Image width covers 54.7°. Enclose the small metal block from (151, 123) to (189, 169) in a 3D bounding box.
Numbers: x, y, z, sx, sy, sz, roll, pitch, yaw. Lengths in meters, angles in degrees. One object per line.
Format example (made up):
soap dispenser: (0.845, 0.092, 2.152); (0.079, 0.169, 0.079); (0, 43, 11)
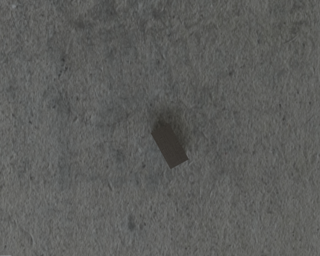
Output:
small metal block: (0.012, 0.022, 0.398); (0.025, 0.050, 0.050); (-29, 90, 0)
